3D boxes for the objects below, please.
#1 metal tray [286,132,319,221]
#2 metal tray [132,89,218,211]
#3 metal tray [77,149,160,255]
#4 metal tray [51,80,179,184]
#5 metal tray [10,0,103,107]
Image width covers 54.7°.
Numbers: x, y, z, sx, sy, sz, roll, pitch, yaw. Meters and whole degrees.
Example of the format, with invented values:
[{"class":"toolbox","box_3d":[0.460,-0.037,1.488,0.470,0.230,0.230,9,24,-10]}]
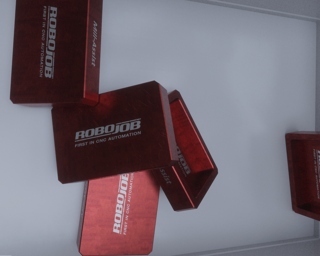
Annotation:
[{"class":"metal tray","box_3d":[0.237,0.071,0.463,0.030,0.090,0.129,-8,93,-20]},{"class":"metal tray","box_3d":[0.021,0.026,0.389,0.130,0.030,0.090,63,35,-10]},{"class":"metal tray","box_3d":[-0.049,0.090,0.390,0.091,0.030,0.129,8,87,-20]},{"class":"metal tray","box_3d":[-0.052,0.007,0.342,0.130,0.030,0.090,-12,80,14]},{"class":"metal tray","box_3d":[-0.112,-0.089,0.337,0.090,0.030,0.129,1,86,16]}]
